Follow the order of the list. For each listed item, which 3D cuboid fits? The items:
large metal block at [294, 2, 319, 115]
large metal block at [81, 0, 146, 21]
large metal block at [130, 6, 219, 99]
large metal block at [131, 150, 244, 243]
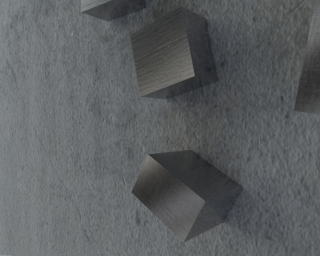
[{"bbox_3d":[0.151,-0.047,0.244,0.050,0.081,0.079,14,99,39],"label":"large metal block"},{"bbox_3d":[-0.067,-0.207,0.442,0.080,0.050,0.079,-1,90,39],"label":"large metal block"},{"bbox_3d":[0.016,-0.085,0.374,0.080,0.050,0.080,-16,80,38],"label":"large metal block"},{"bbox_3d":[0.031,0.069,0.342,0.080,0.081,0.050,36,112,34],"label":"large metal block"}]
